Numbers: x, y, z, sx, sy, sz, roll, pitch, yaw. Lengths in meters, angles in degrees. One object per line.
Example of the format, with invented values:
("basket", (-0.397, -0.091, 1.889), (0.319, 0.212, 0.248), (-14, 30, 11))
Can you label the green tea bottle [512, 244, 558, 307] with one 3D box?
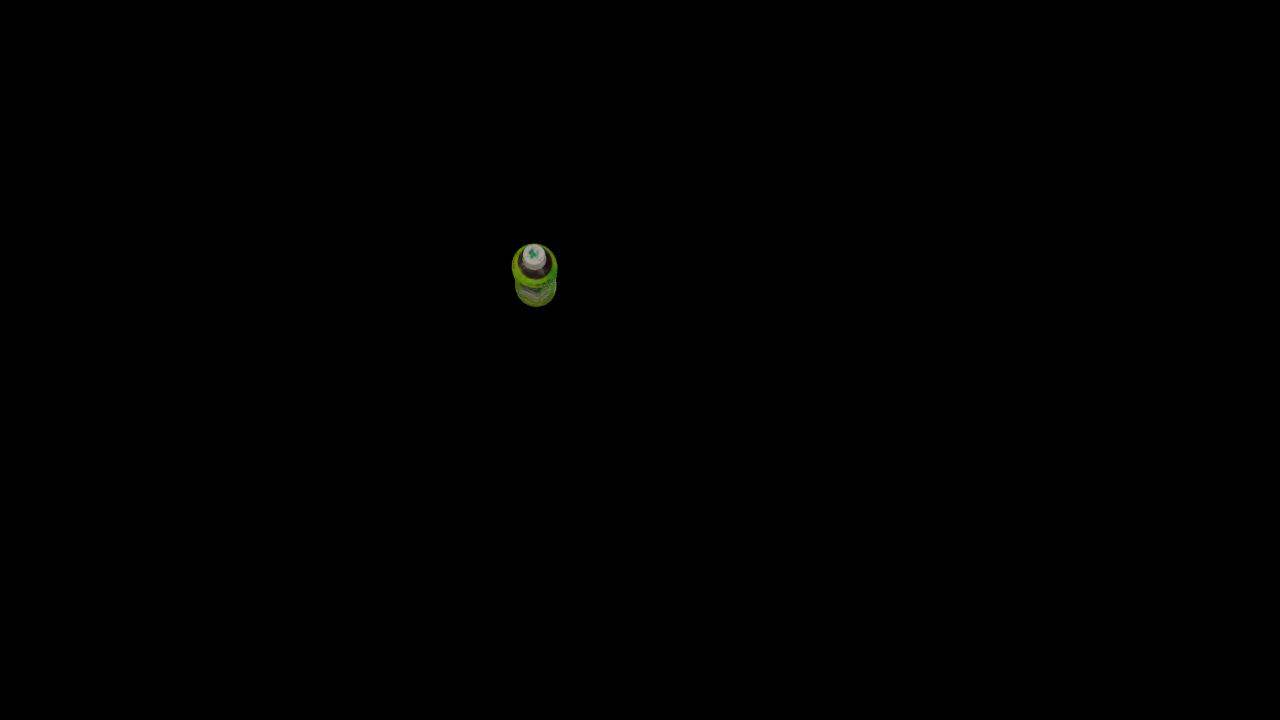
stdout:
("green tea bottle", (-0.161, -0.133, 0.949), (0.073, 0.073, 0.212), (0, -5, -10))
